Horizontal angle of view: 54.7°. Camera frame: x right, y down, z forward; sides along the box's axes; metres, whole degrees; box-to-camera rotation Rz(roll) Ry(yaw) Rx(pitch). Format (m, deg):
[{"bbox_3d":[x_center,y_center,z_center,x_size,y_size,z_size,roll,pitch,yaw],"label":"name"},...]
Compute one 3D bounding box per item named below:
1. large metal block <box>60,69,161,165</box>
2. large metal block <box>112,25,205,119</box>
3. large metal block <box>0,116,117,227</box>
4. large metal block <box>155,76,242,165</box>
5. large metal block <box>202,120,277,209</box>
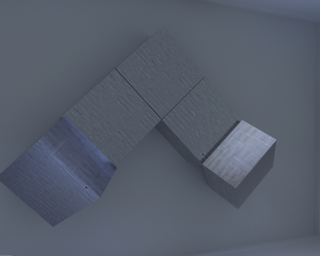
[{"bbox_3d":[-0.060,-0.011,0.373,0.080,0.050,0.080,-46,104,-14],"label":"large metal block"},{"bbox_3d":[-0.005,-0.067,0.393,0.080,0.050,0.080,-46,104,-14],"label":"large metal block"},{"bbox_3d":[-0.109,0.048,0.332,0.080,0.050,0.080,-35,106,27],"label":"large metal block"},{"bbox_3d":[0.047,-0.009,0.413,0.080,0.050,0.080,-46,104,-14],"label":"large metal block"},{"bbox_3d":[0.107,0.050,0.412,0.080,0.050,0.080,-46,148,-14],"label":"large metal block"}]
